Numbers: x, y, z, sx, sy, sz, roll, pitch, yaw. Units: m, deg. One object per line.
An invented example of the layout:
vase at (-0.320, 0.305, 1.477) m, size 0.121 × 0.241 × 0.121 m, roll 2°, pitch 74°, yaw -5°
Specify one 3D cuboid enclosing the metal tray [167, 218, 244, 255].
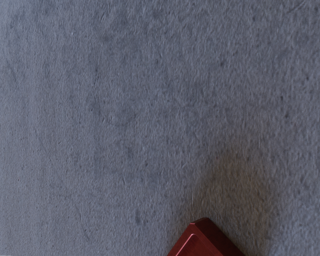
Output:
metal tray at (0.044, 0.183, 0.363) m, size 0.090 × 0.030 × 0.129 m, roll 43°, pitch 116°, yaw 31°
